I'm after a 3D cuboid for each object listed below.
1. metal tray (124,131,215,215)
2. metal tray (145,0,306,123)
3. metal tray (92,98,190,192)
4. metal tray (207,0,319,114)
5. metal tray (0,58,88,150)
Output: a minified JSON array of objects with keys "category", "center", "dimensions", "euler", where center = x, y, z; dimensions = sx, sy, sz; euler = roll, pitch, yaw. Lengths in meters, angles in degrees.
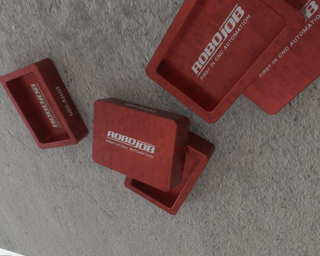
[{"category":"metal tray","center":[0.008,0.055,0.432],"dimensions":[0.090,0.030,0.129],"euler":[30,128,9]},{"category":"metal tray","center":[0.054,-0.076,0.288],"dimensions":[0.090,0.030,0.129],"euler":[38,129,2]},{"category":"metal tray","center":[-0.030,0.017,0.400],"dimensions":[0.130,0.030,0.089],"euler":[16,109,31]},{"category":"metal tray","center":[0.118,-0.085,0.289],"dimensions":[0.090,0.030,0.129],"euler":[39,129,1]},{"category":"metal tray","center":[-0.177,-0.033,0.476],"dimensions":[0.090,0.030,0.129],"euler":[-9,114,32]}]
